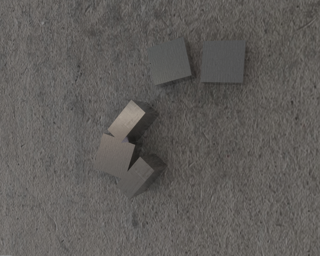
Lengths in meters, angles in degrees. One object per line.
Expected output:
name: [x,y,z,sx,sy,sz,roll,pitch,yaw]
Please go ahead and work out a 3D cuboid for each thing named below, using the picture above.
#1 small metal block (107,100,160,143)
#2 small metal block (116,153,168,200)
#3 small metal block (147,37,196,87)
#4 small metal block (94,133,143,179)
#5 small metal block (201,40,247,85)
small metal block: [-0.034,-0.008,0.407,0.025,0.050,0.050,44,104,15]
small metal block: [-0.022,0.062,0.404,0.025,0.050,0.050,43,104,15]
small metal block: [0.015,-0.084,0.403,0.050,0.025,0.050,-13,86,19]
small metal block: [-0.058,0.038,0.429,0.050,0.025,0.050,19,96,19]
small metal block: [0.079,-0.079,0.381,0.050,0.025,0.050,4,91,20]
